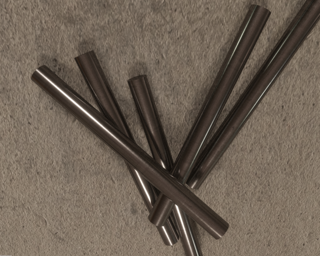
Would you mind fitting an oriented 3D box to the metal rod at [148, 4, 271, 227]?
[{"bbox_3d":[0.057,-0.006,0.391,0.025,0.025,0.298,23,102,-9],"label":"metal rod"}]

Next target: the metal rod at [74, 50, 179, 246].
[{"bbox_3d":[-0.037,0.040,0.424,0.025,0.025,0.299,-21,109,7],"label":"metal rod"}]

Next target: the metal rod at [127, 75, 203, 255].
[{"bbox_3d":[0.013,0.071,0.436,0.025,0.025,0.298,-16,110,5],"label":"metal rod"}]

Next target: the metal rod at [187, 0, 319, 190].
[{"bbox_3d":[0.120,-0.043,0.395,0.025,0.025,0.298,29,107,-10],"label":"metal rod"}]

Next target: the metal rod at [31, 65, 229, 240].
[{"bbox_3d":[-0.036,0.030,0.384,0.300,0.025,0.025,41,105,0],"label":"metal rod"}]
